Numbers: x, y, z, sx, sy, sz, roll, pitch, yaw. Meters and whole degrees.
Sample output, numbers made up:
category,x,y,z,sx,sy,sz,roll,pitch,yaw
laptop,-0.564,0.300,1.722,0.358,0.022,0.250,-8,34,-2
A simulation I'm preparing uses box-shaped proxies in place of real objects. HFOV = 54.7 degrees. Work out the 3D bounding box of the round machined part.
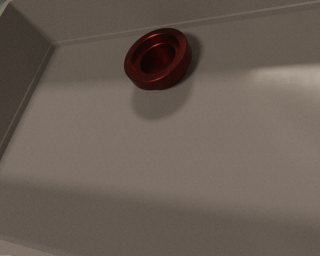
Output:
category,x,y,z,sx,sy,sz,roll,pitch,yaw
round machined part,0.001,-0.095,0.451,0.098,0.042,0.098,-13,56,20
